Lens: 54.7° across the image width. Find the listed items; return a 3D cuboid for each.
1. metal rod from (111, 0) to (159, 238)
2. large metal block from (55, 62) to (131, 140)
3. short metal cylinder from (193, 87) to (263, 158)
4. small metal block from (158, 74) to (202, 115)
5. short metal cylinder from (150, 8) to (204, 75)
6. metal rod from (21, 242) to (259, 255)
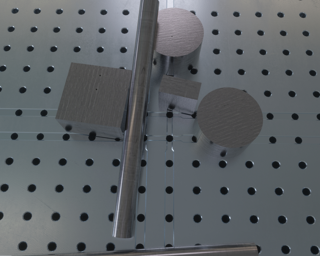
[{"bbox_3d":[-0.029,-0.020,0.387,0.025,0.025,0.298,6,82,2],"label":"metal rod"},{"bbox_3d":[-0.081,-0.035,0.410,0.080,0.050,0.080,8,70,3],"label":"large metal block"},{"bbox_3d":[0.085,-0.006,0.401,0.081,0.050,0.080,0,70,0],"label":"short metal cylinder"},{"bbox_3d":[0.026,-0.043,0.415,0.050,0.050,0.025,13,71,4],"label":"small metal block"},{"bbox_3d":[0.019,-0.123,0.443,0.081,0.050,0.080,0,70,0],"label":"short metal cylinder"},{"bbox_3d":[-0.040,0.153,0.355,0.302,0.025,0.025,-3,70,-1],"label":"metal rod"}]
